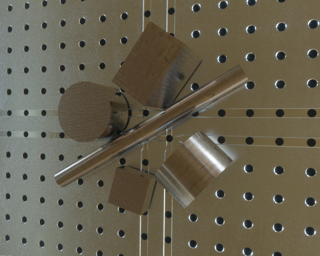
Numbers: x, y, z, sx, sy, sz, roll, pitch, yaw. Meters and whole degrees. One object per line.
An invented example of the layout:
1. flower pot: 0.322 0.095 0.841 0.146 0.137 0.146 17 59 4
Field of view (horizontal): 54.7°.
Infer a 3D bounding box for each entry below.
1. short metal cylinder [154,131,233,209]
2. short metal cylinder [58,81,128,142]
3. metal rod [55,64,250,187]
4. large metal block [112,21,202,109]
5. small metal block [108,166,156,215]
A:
1. short metal cylinder: 0.039 0.049 0.366 0.050 0.080 0.080 45 104 14
2. short metal cylinder: -0.091 -0.021 0.427 0.080 0.050 0.079 0 90 20
3. metal rod: -0.023 0.005 0.417 0.300 0.025 0.025 -30 80 17
4. large metal block: -0.001 -0.072 0.380 0.050 0.080 0.080 38 102 16
5. small metal block: -0.038 0.084 0.422 0.050 0.025 0.050 16 95 19
